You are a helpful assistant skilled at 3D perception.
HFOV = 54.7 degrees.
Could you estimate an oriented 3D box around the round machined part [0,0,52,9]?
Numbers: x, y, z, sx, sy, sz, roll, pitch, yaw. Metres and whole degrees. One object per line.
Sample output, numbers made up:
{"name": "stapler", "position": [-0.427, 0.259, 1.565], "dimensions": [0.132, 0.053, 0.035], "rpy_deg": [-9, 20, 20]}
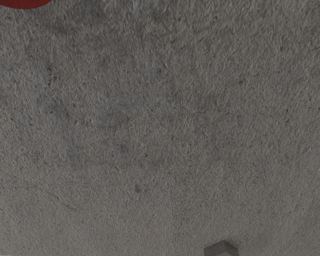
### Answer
{"name": "round machined part", "position": [-0.122, -0.156, 0.262], "dimensions": [0.099, 0.042, 0.097], "rpy_deg": [0, 130, 0]}

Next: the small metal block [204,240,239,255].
{"name": "small metal block", "position": [0.125, 0.256, 0.627], "dimensions": [0.050, 0.025, 0.050], "rpy_deg": [-35, 122, 26]}
